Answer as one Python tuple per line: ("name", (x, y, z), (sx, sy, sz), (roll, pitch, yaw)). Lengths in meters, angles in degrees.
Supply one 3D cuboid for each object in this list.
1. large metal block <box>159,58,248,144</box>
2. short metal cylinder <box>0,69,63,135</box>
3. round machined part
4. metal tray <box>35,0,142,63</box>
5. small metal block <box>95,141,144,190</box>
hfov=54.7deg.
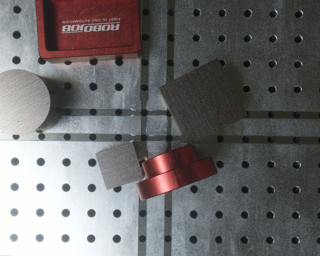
("large metal block", (0.053, -0.032, 0.401), (0.080, 0.050, 0.080), (-27, 90, 0))
("short metal cylinder", (-0.173, -0.032, 0.399), (0.081, 0.050, 0.080), (0, 90, 0))
("round machined part", (0.017, 0.051, 0.378), (0.098, 0.098, 0.042), (-20, 80, 0))
("metal tray", (-0.092, -0.137, 0.409), (0.131, 0.030, 0.089), (-4, 90, 0))
("small metal block", (-0.052, 0.049, 0.413), (0.050, 0.025, 0.050), (-17, 90, 0))
